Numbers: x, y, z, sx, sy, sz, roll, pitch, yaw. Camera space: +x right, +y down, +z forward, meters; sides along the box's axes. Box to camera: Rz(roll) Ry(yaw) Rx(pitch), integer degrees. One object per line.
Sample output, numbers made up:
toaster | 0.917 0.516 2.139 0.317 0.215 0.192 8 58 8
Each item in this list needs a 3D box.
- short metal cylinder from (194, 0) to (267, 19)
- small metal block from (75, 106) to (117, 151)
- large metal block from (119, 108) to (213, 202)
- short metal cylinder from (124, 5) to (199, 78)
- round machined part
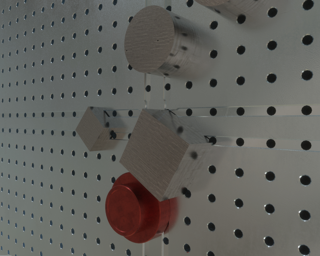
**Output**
short metal cylinder | 0.075 -0.163 0.330 0.080 0.050 0.079 0 90 39
small metal block | -0.102 0.001 0.491 0.050 0.025 0.050 50 119 28
large metal block | 0.005 0.031 0.387 0.080 0.050 0.079 38 113 33
short metal cylinder | 0.001 -0.106 0.390 0.080 0.050 0.079 0 90 39
round machined part | -0.038 0.110 0.427 0.098 0.042 0.097 0 90 39
